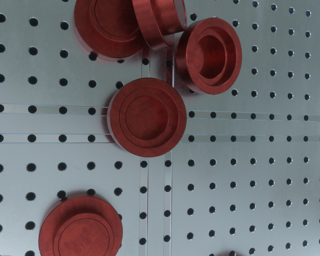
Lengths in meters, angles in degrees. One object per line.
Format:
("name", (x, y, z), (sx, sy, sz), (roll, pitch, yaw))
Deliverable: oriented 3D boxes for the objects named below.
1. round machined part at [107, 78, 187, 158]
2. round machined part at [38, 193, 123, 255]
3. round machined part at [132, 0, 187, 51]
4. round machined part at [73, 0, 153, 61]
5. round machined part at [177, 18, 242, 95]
("round machined part", (-0.019, -0.013, 0.396), (0.099, 0.042, 0.097), (0, 90, -20))
("round machined part", (-0.092, 0.130, 0.370), (0.099, 0.042, 0.097), (0, 90, -20))
("round machined part", (0.004, -0.146, 0.373), (0.042, 0.098, 0.097), (-9, 94, 18))
("round machined part", (-0.055, -0.135, 0.383), (0.099, 0.042, 0.097), (0, 90, -20))
("round machined part", (0.061, -0.094, 0.417), (0.099, 0.042, 0.097), (-6, 101, -33))
